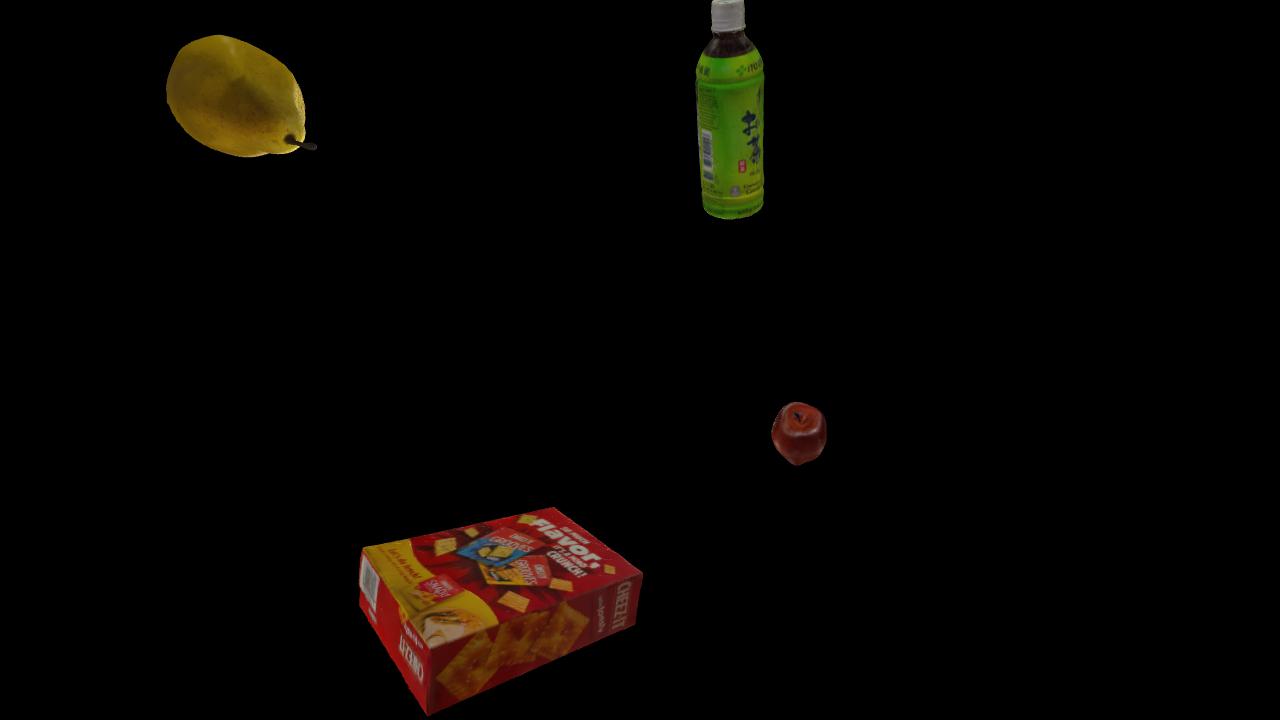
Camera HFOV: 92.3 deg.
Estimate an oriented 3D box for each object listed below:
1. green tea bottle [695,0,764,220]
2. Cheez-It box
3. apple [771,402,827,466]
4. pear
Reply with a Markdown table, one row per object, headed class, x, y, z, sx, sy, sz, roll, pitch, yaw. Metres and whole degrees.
| class | x | y | z | sx | sy | sz | roll | pitch | yaw |
| --- | --- | --- | --- | --- | --- | --- | --- | --- | --- |
| green tea bottle | 0.093 | -0.254 | 0.637 | 0.073 | 0.212 | 0.073 | -6 | 41 | 5 |
| Cheez-It box | -0.134 | 0.223 | 0.601 | 0.223 | 0.071 | 0.166 | -3 | 17 | -42 |
| apple | 0.220 | 0.101 | 0.851 | 0.079 | 0.079 | 0.093 | 0 | -42 | 14 |
| pear | -0.255 | -0.160 | 0.402 | 0.111 | 0.080 | 0.080 | 44 | 25 | 30 |
